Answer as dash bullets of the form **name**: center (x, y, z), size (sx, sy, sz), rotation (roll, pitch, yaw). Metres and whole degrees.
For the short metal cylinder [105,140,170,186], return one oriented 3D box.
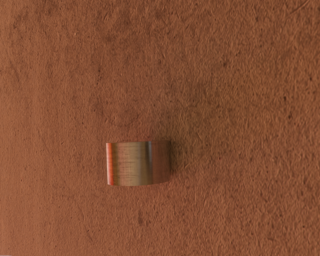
- **short metal cylinder**: center (-0.028, 0.042, 0.393), size (0.080, 0.081, 0.050), rotation (-4, 87, 40)
